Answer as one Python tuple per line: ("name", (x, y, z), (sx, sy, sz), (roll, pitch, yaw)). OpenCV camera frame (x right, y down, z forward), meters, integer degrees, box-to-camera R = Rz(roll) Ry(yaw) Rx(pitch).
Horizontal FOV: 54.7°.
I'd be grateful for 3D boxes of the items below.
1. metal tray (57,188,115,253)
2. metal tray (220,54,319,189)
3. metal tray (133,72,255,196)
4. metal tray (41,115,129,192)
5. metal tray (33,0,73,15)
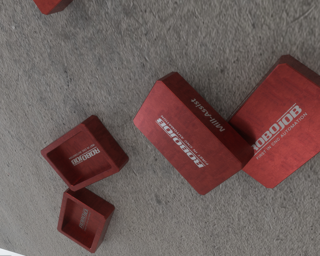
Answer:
("metal tray", (-0.143, 0.172, 0.585), (0.090, 0.030, 0.129), (29, 128, 9))
("metal tray", (0.127, -0.001, 0.336), (0.090, 0.030, 0.129), (37, 129, 3))
("metal tray", (0.034, 0.009, 0.366), (0.130, 0.030, 0.089), (47, 141, 8))
("metal tray", (-0.123, 0.044, 0.495), (0.130, 0.030, 0.090), (-28, 104, 37))
("metal tray", (-0.110, -0.198, 0.339), (0.130, 0.030, 0.090), (-23, 106, 36))
